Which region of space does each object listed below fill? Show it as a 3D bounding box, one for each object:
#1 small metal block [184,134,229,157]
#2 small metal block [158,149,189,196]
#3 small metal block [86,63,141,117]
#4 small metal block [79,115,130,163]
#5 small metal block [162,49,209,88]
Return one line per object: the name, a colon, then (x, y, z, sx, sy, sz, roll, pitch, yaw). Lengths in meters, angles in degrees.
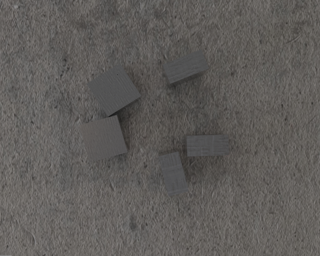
small metal block: (0.058, 0.021, 0.398, 0.050, 0.050, 0.025, -2, 90, 0)
small metal block: (0.016, 0.055, 0.398, 0.025, 0.050, 0.050, -14, 90, 0)
small metal block: (-0.060, -0.048, 0.407, 0.050, 0.025, 0.050, -33, 90, -5)
small metal block: (-0.073, 0.014, 0.409, 0.050, 0.025, 0.050, -16, 90, 0)
small metal block: (0.031, -0.074, 0.398, 0.050, 0.050, 0.025, -22, 90, 0)
